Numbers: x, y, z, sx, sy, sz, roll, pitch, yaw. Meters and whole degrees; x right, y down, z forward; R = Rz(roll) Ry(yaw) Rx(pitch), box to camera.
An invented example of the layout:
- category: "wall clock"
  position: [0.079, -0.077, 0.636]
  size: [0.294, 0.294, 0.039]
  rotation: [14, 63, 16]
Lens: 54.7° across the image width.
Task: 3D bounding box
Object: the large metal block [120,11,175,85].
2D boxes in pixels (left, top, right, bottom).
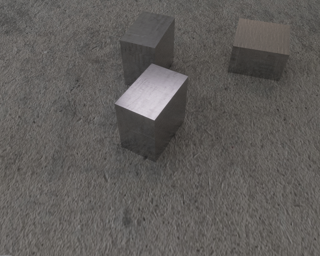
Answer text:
- category: "large metal block"
  position: [-0.016, -0.114, 0.463]
  size: [0.050, 0.080, 0.080]
  rotation: [16, 52, 13]

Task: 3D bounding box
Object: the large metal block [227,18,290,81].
- category: "large metal block"
  position: [0.158, -0.126, 0.494]
  size: [0.080, 0.050, 0.080]
  rotation: [12, 51, 10]

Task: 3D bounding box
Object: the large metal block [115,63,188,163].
- category: "large metal block"
  position: [-0.008, -0.018, 0.383]
  size: [0.050, 0.080, 0.080]
  rotation: [23, 54, 18]
